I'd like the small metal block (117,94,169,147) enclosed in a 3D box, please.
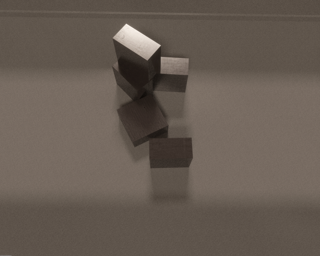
[{"bbox_3d":[-0.023,-0.010,0.413,0.050,0.025,0.050,-26,73,-9],"label":"small metal block"}]

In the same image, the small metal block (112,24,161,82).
[{"bbox_3d":[-0.027,-0.090,0.376,0.050,0.050,0.025,35,74,11],"label":"small metal block"}]

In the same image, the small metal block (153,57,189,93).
[{"bbox_3d":[0.012,-0.072,0.423,0.050,0.050,0.025,3,70,1],"label":"small metal block"}]

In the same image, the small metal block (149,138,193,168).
[{"bbox_3d":[0.013,0.032,0.385,0.050,0.050,0.025,-1,70,-1],"label":"small metal block"}]

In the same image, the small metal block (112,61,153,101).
[{"bbox_3d":[-0.036,-0.063,0.419,0.025,0.050,0.050,-41,75,-14],"label":"small metal block"}]
